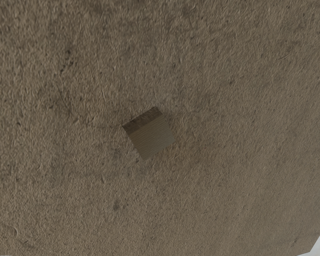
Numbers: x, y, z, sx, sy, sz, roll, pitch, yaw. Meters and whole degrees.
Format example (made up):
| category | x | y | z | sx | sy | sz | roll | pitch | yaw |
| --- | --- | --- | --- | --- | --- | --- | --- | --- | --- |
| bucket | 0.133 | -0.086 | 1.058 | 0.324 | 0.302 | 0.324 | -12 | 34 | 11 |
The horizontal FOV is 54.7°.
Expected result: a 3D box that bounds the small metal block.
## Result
| category | x | y | z | sx | sy | sz | roll | pitch | yaw |
| --- | --- | --- | --- | --- | --- | --- | --- | --- | --- |
| small metal block | -0.014 | 0.007 | 0.407 | 0.050 | 0.025 | 0.050 | -32 | 129 | -8 |
